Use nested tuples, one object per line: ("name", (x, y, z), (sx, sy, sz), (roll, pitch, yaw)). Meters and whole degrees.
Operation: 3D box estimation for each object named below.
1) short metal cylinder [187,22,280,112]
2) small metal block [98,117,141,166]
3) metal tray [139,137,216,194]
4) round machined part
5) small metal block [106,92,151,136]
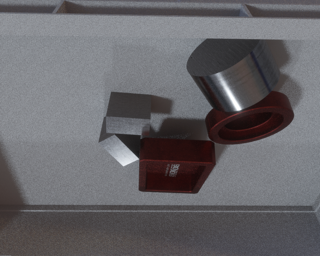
("short metal cylinder", (0.075, -0.063, 0.320), (0.080, 0.080, 0.050), (-26, 125, 20))
("small metal block", (-0.051, 0.013, 0.403), (0.025, 0.050, 0.050), (-26, 126, 20))
("metal tray", (0.017, 0.056, 0.423), (0.091, 0.030, 0.129), (3, 152, -3))
("round machined part", (0.102, -0.019, 0.368), (0.099, 0.042, 0.098), (-7, 155, -3))
("small metal block", (-0.037, -0.018, 0.377), (0.050, 0.050, 0.025), (4, 130, -4))
